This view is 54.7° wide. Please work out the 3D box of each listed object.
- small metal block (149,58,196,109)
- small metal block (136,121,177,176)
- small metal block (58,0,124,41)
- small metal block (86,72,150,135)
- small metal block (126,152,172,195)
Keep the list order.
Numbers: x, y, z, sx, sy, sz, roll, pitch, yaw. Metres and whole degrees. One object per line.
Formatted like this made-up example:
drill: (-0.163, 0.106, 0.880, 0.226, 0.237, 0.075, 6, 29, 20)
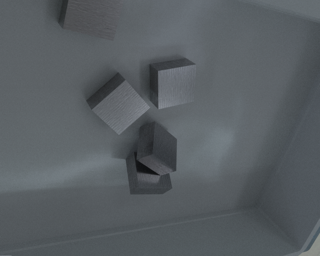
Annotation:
small metal block: (0.015, -0.055, 0.384, 0.050, 0.025, 0.050, -14, 125, -21)
small metal block: (-0.003, 0.027, 0.406, 0.025, 0.050, 0.050, -22, 137, 30)
small metal block: (-0.066, -0.118, 0.301, 0.050, 0.025, 0.050, 5, 116, -31)
small metal block: (-0.049, -0.028, 0.366, 0.050, 0.025, 0.050, -42, 130, 0)
small metal block: (-0.015, 0.062, 0.420, 0.050, 0.050, 0.025, 7, 148, -32)
